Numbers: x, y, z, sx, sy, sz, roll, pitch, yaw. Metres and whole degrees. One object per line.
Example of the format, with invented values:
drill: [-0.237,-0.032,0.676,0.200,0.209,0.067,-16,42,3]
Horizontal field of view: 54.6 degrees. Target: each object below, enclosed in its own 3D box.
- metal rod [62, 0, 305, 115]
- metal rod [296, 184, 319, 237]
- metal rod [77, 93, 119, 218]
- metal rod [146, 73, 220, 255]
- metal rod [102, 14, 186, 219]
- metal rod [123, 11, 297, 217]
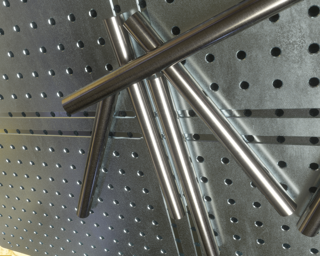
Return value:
metal rod: [0.010,-0.078,0.328,0.300,0.025,0.025,-22,107,26]
metal rod: [0.203,0.006,0.307,0.025,0.025,0.298,20,126,16]
metal rod: [-0.105,0.050,0.497,0.025,0.025,0.298,28,128,10]
metal rod: [0.039,0.068,0.433,0.025,0.025,0.299,-5,116,30]
metal rod: [-0.013,0.001,0.419,0.025,0.025,0.299,-3,117,30]
metal rod: [0.064,-0.011,0.370,0.300,0.025,0.025,49,129,-7]
